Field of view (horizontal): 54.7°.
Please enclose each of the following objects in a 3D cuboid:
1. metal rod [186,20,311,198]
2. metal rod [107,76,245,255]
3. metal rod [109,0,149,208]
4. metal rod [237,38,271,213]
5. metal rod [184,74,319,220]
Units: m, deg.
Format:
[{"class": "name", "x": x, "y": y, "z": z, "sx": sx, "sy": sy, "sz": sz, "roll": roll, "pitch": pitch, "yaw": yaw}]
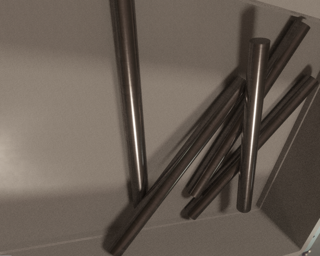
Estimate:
[{"class": "metal rod", "x": 0.125, "y": -0.019, "z": 0.467, "sx": 0.025, "sy": 0.025, "sz": 0.298, "roll": 19, "pitch": 108, "yaw": -36}, {"class": "metal rod", "x": 0.026, "y": 0.054, "z": 0.434, "sx": 0.025, "sy": 0.025, "sz": 0.299, "roll": 37, "pitch": 90, "yaw": -39}, {"class": "metal rod", "x": -0.033, "y": -0.007, "z": 0.387, "sx": 0.025, "sy": 0.025, "sz": 0.298, "roll": -16, "pitch": 125, "yaw": -20}, {"class": "metal rod", "x": 0.134, "y": 0.017, "z": 0.460, "sx": 0.025, "sy": 0.025, "sz": 0.298, "roll": -19, "pitch": 126, "yaw": -18}, {"class": "metal rod", "x": 0.148, "y": 0.035, "z": 0.513, "sx": 0.299, "sy": 0.025, "sz": 0.025, "roll": -50, "pitch": 129, "yaw": 7}]
